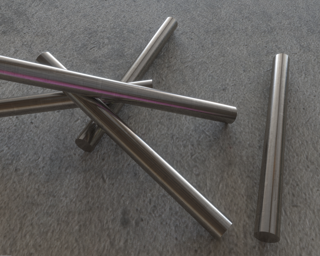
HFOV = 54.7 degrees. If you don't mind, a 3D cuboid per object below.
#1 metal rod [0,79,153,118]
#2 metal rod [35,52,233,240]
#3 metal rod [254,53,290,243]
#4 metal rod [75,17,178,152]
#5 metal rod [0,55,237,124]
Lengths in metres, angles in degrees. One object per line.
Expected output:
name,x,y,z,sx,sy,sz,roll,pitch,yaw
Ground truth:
metal rod,-0.158,-0.033,0.407,0.302,0.025,0.025,-7,50,2
metal rod,-0.041,0.009,0.357,0.300,0.025,0.025,42,61,16
metal rod,0.151,0.000,0.404,0.025,0.025,0.300,13,51,10
metal rod,-0.037,-0.084,0.473,0.025,0.025,0.301,18,52,14
metal rod,-0.042,-0.042,0.370,0.302,0.025,0.025,10,47,-20
